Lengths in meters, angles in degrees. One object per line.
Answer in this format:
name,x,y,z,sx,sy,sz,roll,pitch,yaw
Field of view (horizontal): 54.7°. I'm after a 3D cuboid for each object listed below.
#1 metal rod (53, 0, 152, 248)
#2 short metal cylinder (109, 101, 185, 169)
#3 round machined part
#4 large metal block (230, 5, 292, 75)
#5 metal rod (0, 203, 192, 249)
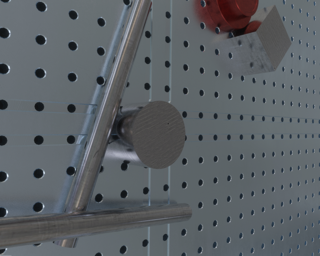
metal rod,-0.061,-0.019,0.357,0.025,0.025,0.299,25,74,-37
short metal cylinder,-0.015,0.008,0.380,0.081,0.050,0.080,0,90,-40
round machined part,0.122,-0.209,0.500,0.099,0.042,0.097,0,90,-40
large metal block,0.178,-0.152,0.541,0.080,0.050,0.080,52,60,-27
metal rod,-0.062,0.099,0.326,0.302,0.025,0.025,12,83,-49
